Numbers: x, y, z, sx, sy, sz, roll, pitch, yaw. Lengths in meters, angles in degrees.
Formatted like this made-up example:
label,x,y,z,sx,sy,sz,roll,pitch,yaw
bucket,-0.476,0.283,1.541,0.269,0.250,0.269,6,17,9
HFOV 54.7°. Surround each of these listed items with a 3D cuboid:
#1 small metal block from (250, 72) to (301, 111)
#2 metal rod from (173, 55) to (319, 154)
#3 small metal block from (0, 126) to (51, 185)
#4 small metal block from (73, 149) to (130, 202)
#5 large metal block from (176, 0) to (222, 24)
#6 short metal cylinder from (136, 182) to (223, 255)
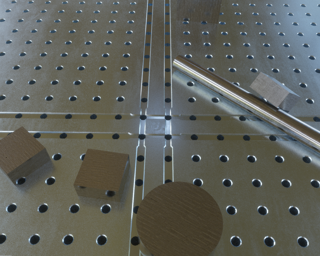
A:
label,x,y,z,sx,sy,sz,roll,pitch,yaw
small metal block,0.163,-0.051,0.436,0.050,0.025,0.050,4,36,-50
metal rod,0.139,-0.028,0.432,0.300,0.025,0.025,35,58,25
small metal block,-0.173,0.033,0.378,0.050,0.025,0.050,35,58,25
small metal block,-0.066,0.055,0.361,0.050,0.025,0.050,8,50,6
large metal block,0.076,-0.249,0.582,0.080,0.080,0.050,7,51,6
short metal cylinder,0.018,0.101,0.307,0.081,0.050,0.080,0,50,0
